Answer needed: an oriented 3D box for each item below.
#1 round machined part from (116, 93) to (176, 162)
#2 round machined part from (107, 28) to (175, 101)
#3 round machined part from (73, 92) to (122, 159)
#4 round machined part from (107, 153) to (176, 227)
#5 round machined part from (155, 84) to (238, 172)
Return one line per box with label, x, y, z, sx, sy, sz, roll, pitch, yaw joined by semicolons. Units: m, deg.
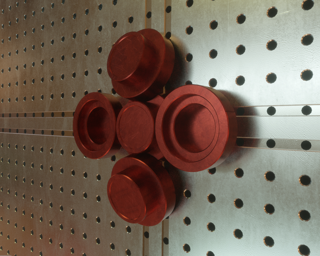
round machined part;-0.020;-0.001;0.412;0.098;0.042;0.097;0;90;39
round machined part;-0.032;-0.087;0.408;0.098;0.042;0.098;-15;66;37
round machined part;-0.084;-0.003;0.464;0.098;0.042;0.097;0;90;39
round machined part;-0.031;0.085;0.407;0.098;0.042;0.097;14;113;36
round machined part;0.045;0.000;0.359;0.098;0.042;0.097;0;90;39
